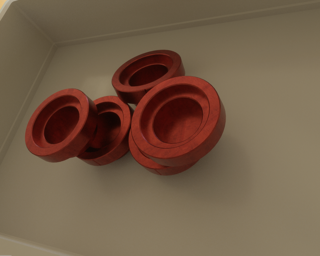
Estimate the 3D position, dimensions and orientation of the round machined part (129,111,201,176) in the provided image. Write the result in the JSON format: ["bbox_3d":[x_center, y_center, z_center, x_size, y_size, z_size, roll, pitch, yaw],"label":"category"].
[{"bbox_3d":[0.015,0.013,0.378,0.098,0.042,0.098,-13,56,21],"label":"round machined part"}]

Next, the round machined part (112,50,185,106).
[{"bbox_3d":[-0.013,-0.063,0.426,0.098,0.042,0.098,-13,39,12],"label":"round machined part"}]

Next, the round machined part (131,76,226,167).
[{"bbox_3d":[0.022,-0.004,0.331,0.098,0.042,0.098,-13,56,21],"label":"round machined part"}]

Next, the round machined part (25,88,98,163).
[{"bbox_3d":[-0.122,0.000,0.403,0.098,0.042,0.098,-13,56,21],"label":"round machined part"}]

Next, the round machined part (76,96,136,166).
[{"bbox_3d":[-0.073,0.007,0.427,0.098,0.042,0.098,-13,56,21],"label":"round machined part"}]
